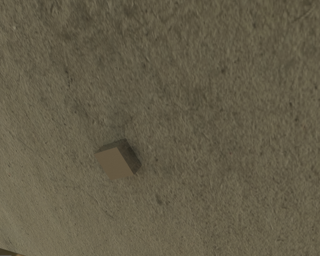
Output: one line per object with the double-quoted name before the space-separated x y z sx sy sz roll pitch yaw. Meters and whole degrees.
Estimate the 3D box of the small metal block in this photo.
"small metal block" -0.064 0.048 0.471 0.050 0.025 0.050 -18 109 35
